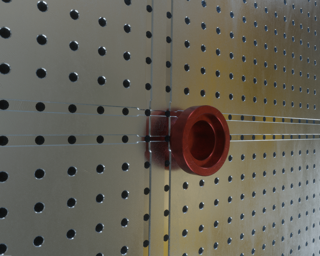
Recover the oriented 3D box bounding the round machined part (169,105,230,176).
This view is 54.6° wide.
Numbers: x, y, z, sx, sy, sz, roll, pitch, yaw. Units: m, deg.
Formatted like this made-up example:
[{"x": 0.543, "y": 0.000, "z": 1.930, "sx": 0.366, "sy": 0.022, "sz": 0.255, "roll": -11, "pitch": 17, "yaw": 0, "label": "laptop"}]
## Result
[{"x": 0.052, "y": 0.017, "z": 0.441, "sx": 0.099, "sy": 0.042, "sz": 0.097, "roll": 0, "pitch": 90, "yaw": -40, "label": "round machined part"}]
